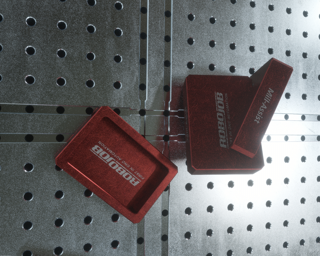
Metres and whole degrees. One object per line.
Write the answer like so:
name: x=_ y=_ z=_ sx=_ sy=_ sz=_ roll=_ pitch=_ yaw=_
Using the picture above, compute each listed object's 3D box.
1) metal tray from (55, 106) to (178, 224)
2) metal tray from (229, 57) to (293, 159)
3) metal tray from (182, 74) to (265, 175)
metal tray: x=-0.052 y=0.046 z=0.391 sx=0.130 sy=0.030 sz=0.090 roll=42 pitch=76 yaw=-16
metal tray: x=0.125 y=-0.021 z=0.423 sx=0.030 sy=0.090 sz=0.130 roll=27 pitch=81 yaw=0
metal tray: x=0.080 y=-0.006 z=0.406 sx=0.091 sy=0.030 sz=0.130 roll=1 pitch=69 yaw=-6
